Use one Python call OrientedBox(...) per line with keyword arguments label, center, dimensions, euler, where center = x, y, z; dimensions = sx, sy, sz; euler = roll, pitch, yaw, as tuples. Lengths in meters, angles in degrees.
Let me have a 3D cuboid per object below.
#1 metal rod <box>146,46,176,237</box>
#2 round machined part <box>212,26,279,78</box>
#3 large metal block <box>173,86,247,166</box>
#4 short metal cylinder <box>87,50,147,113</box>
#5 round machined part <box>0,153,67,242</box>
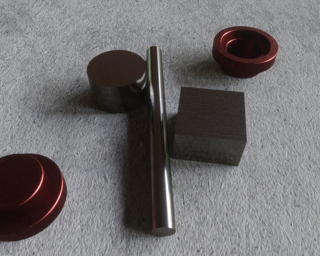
OrientedBox(label="metal rod", center=(-0.003, -0.009, 0.410), dimensions=(0.025, 0.025, 0.300), euler=(-2, 50, -2))
OrientedBox(label="round machined part", center=(0.132, -0.116, 0.491), dimensions=(0.099, 0.042, 0.098), euler=(0, 50, 0))
OrientedBox(label="large metal block", center=(0.062, -0.003, 0.391), dimensions=(0.080, 0.050, 0.080), euler=(6, 50, 5))
OrientedBox(label="short metal cylinder", center=(-0.060, -0.067, 0.443), dimensions=(0.081, 0.050, 0.080), euler=(0, 50, 0))
OrientedBox(label="round machined part", center=(-0.156, 0.067, 0.335), dimensions=(0.099, 0.042, 0.098), euler=(0, 50, 0))
